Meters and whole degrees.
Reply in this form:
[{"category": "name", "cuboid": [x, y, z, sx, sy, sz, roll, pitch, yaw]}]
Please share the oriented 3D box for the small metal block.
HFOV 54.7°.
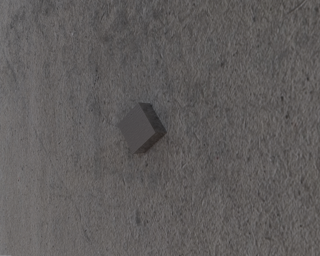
[{"category": "small metal block", "cuboid": [-0.025, 0.001, 0.425, 0.050, 0.025, 0.050, -44, 64, 31]}]
